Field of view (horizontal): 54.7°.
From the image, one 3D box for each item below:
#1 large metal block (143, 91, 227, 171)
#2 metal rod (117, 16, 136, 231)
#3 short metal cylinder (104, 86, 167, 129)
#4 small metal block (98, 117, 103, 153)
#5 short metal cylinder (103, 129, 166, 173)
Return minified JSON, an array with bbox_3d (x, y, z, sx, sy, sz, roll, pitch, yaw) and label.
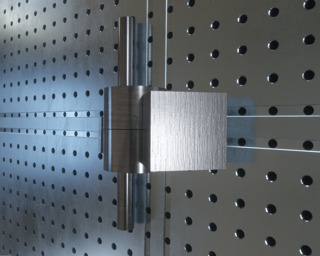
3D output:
[{"bbox_3d":[0.025,0.003,0.338,0.050,0.081,0.079,-175,85,-78],"label":"large metal block"},{"bbox_3d":[-0.048,-0.006,0.443,0.025,0.025,0.298,1,90,40],"label":"metal rod"},{"bbox_3d":[-0.031,-0.024,0.393,0.080,0.081,0.050,1,91,40],"label":"short metal cylinder"},{"bbox_3d":[-0.075,0.010,0.452,0.050,0.025,0.050,180,91,-75],"label":"small metal block"},{"bbox_3d":[-0.031,0.027,0.394,0.080,0.081,0.050,1,91,40],"label":"short metal cylinder"}]
